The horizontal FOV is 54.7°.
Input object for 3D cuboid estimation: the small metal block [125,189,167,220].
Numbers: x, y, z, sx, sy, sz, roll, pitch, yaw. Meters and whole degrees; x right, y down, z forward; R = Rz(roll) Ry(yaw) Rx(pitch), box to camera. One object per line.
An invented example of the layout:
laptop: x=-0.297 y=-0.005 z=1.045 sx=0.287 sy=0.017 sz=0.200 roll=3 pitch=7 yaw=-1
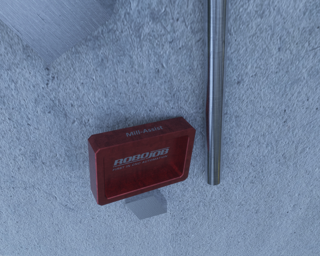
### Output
small metal block: x=-0.022 y=0.122 z=0.511 sx=0.050 sy=0.025 sz=0.050 roll=-20 pitch=128 yaw=15

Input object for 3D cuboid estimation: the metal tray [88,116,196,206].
metal tray: x=-0.022 y=0.041 z=0.396 sx=0.131 sy=0.030 sz=0.089 roll=-12 pitch=127 yaw=-25

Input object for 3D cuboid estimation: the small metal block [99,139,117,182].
small metal block: x=-0.071 y=0.046 z=0.428 sx=0.025 sy=0.050 sz=0.050 roll=-6 pitch=130 yaw=7

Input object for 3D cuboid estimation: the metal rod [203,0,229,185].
metal rod: x=0.067 y=-0.035 z=0.378 sx=0.025 sy=0.025 sz=0.298 roll=-5 pitch=130 yaw=3

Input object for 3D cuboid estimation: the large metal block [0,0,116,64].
large metal block: x=-0.100 y=-0.121 z=0.287 sx=0.080 sy=0.050 sz=0.080 roll=-29 pitch=125 yaw=22
